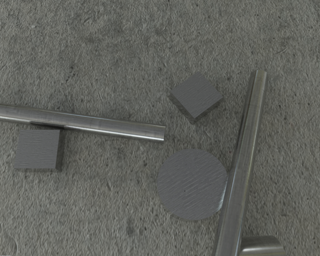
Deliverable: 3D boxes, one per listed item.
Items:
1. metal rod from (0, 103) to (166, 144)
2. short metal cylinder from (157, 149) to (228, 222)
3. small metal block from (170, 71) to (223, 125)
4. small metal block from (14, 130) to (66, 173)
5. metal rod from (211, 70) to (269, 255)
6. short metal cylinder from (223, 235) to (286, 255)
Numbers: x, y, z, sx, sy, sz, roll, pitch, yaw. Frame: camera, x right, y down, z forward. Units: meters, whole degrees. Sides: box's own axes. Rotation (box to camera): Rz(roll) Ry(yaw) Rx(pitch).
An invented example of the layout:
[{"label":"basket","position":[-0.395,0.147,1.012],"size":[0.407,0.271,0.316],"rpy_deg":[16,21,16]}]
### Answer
[{"label":"metal rod","position":[-0.143,-0.012,0.411],"size":[0.302,0.025,0.025],"rpy_deg":[8,70,2]},{"label":"short metal cylinder","position":[0.037,0.070,0.370],"size":[0.081,0.050,0.080],"rpy_deg":[0,70,0]},{"label":"small metal block","position":[0.049,-0.041,0.423],"size":[0.050,0.025,0.050],"rpy_deg":[-36,74,-12]},{"label":"small metal block","position":[-0.152,0.030,0.396],"size":[0.050,0.025,0.050],"rpy_deg":[0,70,0]},{"label":"metal rod","position":[0.094,0.042,0.351],"size":[0.025,0.025,0.300],"rpy_deg":[18,55,6]},{"label":"short metal cylinder","position":[0.098,0.156,0.323],"size":[0.050,0.080,0.080],"rpy_deg":[-3,70,-1]}]
